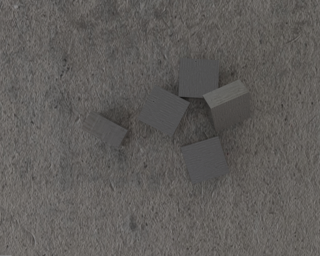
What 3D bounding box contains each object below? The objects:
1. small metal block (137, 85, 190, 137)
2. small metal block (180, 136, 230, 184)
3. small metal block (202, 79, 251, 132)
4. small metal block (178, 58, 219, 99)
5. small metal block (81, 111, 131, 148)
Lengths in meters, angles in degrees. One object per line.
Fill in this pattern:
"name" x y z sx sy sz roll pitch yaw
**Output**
"small metal block" 0.005 -0.022 0.410 0.050 0.025 0.050 27 90 0
"small metal block" 0.058 0.041 0.410 0.050 0.025 0.050 -17 90 0
"small metal block" 0.086 -0.027 0.396 0.050 0.050 0.025 -24 51 0
"small metal block" 0.050 -0.064 0.410 0.050 0.025 0.050 3 90 -1
"small metal block" -0.067 0.002 0.397 0.050 0.050 0.025 28 90 0
